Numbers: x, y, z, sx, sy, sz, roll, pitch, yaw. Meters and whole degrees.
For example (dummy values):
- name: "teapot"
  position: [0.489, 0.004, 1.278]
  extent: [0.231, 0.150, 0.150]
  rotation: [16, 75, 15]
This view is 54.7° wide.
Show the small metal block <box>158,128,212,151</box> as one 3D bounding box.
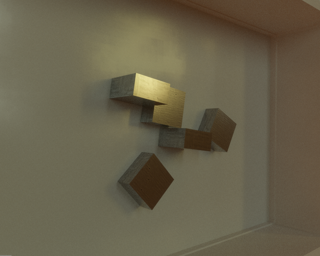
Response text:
- name: "small metal block"
  position: [0.034, 0.016, 0.418]
  extent: [0.050, 0.050, 0.025]
  rotation: [10, 84, -40]

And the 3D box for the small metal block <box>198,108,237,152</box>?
- name: "small metal block"
  position: [0.088, 0.004, 0.480]
  extent: [0.050, 0.025, 0.050]
  rotation: [35, 68, -35]

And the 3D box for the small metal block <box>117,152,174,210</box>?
- name: "small metal block"
  position: [-0.017, 0.066, 0.393]
  extent: [0.050, 0.025, 0.050]
  rotation: [-50, 120, -28]

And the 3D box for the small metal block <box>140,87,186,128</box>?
- name: "small metal block"
  position: [0.005, -0.028, 0.410]
  extent: [0.050, 0.025, 0.050]
  rotation: [12, 82, -39]

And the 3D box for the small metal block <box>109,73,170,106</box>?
- name: "small metal block"
  position: [-0.024, -0.044, 0.370]
  extent: [0.050, 0.050, 0.025]
  rotation: [11, 83, -39]
